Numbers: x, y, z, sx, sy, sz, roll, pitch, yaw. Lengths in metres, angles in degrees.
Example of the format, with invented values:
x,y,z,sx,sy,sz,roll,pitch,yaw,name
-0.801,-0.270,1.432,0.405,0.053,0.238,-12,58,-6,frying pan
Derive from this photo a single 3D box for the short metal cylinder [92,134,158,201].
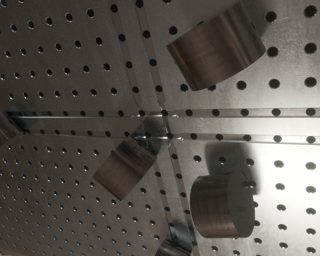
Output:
x,y,z,sx,sy,sz,roll,pitch,yaw,name
-0.048,0.055,0.434,0.050,0.080,0.080,41,129,0,short metal cylinder

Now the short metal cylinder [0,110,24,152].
x,y,z,sx,sy,sz,roll,pitch,yaw,name
-0.285,0.013,0.531,0.080,0.080,0.050,-32,101,38,short metal cylinder

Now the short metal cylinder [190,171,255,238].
x,y,z,sx,sy,sz,roll,pitch,yaw,name
0.081,0.098,0.393,0.050,0.080,0.080,-15,111,34,short metal cylinder

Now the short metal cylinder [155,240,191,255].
x,y,z,sx,sy,sz,roll,pitch,yaw,name
0.013,0.235,0.513,0.050,0.080,0.079,22,127,14,short metal cylinder

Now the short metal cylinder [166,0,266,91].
x,y,z,sx,sy,sz,roll,pitch,yaw,name
0.053,-0.078,0.299,0.080,0.080,0.050,-22,107,36,short metal cylinder
